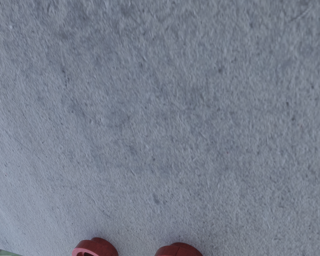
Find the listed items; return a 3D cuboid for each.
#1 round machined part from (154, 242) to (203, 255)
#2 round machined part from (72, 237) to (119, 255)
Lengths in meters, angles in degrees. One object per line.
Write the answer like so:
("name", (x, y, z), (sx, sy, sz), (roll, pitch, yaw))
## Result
("round machined part", (0.038, 0.231, 0.518), (0.098, 0.042, 0.097), (13, 124, 20))
("round machined part", (-0.122, 0.258, 0.618), (0.098, 0.042, 0.097), (13, 124, 20))
